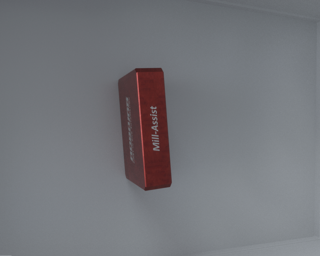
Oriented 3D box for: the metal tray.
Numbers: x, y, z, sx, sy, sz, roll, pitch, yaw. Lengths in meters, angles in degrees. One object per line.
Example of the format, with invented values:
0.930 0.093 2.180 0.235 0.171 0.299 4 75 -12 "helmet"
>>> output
-0.021 0.001 0.368 0.030 0.090 0.129 -5 92 -20 "metal tray"
